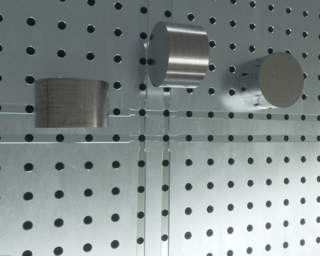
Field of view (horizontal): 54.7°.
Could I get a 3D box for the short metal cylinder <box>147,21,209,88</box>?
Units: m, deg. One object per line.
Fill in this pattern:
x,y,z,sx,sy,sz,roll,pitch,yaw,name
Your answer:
0.020,-0.091,0.392,0.050,0.080,0.079,-1,91,-20,short metal cylinder

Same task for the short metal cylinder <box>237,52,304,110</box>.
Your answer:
0.164,-0.068,0.462,0.081,0.050,0.079,0,90,-21,short metal cylinder

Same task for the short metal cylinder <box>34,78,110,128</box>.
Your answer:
-0.098,-0.026,0.348,0.081,0.080,0.050,-1,91,-20,short metal cylinder
